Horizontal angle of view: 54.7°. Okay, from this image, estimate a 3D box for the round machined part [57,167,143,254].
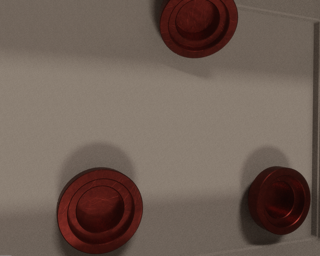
[{"bbox_3d":[-0.074,0.096,0.375,0.099,0.042,0.097,0,90,-21],"label":"round machined part"}]

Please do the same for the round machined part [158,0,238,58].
[{"bbox_3d":[0.047,-0.144,0.402,0.099,0.097,0.042,16,41,-20],"label":"round machined part"}]

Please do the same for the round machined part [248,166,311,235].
[{"bbox_3d":[0.174,0.106,0.468,0.099,0.042,0.097,0,90,-21],"label":"round machined part"}]
